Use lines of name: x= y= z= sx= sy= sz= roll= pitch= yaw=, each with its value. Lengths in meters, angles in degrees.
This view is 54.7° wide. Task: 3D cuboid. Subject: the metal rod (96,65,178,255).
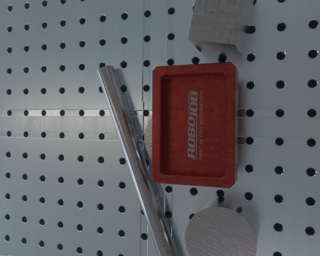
metal rod: x=-0.029 y=0.056 z=0.422 sx=0.025 sy=0.025 sz=0.299 roll=-22 pitch=83 yaw=18

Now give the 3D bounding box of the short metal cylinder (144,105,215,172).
short metal cylinder: x=0.027 y=0.012 z=0.390 sx=0.080 sy=0.050 sz=0.079 roll=0 pitch=90 yaw=20

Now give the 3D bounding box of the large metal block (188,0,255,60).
large metal block: x=0.074 y=-0.129 z=0.357 sx=0.050 sy=0.080 sz=0.079 roll=12 pitch=94 yaw=19

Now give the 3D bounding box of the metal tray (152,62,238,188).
metal tray: x=0.039 y=-0.003 z=0.343 sx=0.090 sy=0.030 sz=0.129 roll=1 pitch=90 yaw=19

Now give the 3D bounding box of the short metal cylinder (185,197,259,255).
short metal cylinder: x=0.076 y=0.129 z=0.373 sx=0.080 sy=0.050 sz=0.079 roll=0 pitch=90 yaw=20
